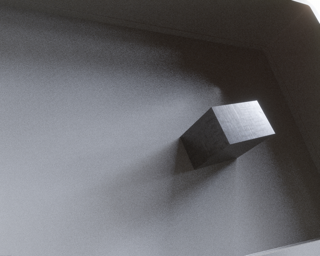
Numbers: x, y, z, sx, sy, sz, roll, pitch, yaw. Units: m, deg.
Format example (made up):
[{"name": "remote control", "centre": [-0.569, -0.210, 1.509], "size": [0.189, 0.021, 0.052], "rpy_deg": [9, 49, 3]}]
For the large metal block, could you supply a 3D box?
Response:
[{"name": "large metal block", "centre": [0.087, 0.010, 0.411], "size": [0.081, 0.080, 0.050], "rpy_deg": [-10, 67, -32]}]
